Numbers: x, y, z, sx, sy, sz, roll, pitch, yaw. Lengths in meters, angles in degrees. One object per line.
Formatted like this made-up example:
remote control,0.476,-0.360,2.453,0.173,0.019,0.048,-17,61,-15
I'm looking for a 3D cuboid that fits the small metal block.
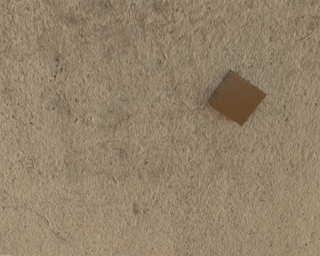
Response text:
small metal block,0.098,-0.039,0.396,0.050,0.025,0.050,31,107,-11
